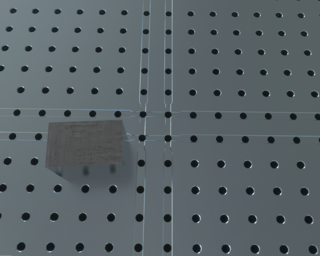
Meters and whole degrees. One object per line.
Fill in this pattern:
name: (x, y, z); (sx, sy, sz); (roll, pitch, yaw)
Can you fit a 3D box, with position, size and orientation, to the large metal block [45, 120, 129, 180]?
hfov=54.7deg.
large metal block: (-0.081, 0.029, 0.371); (0.081, 0.080, 0.050); (-2, 70, -1)
